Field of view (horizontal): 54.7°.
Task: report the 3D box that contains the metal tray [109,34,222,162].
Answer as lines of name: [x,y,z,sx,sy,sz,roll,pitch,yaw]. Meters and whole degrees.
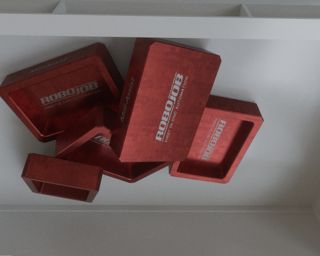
metal tray: [0.005,-0.026,0.336,0.091,0.030,0.129,3,114,-33]

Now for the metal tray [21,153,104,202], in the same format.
metal tray: [-0.131,0.073,0.426,0.091,0.030,0.129,13,157,-12]

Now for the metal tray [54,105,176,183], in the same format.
metal tray: [-0.054,0.027,0.398,0.090,0.030,0.131,-31,139,31]

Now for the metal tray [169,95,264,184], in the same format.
metal tray: [0.070,0.019,0.421,0.091,0.030,0.129,10,130,-9]

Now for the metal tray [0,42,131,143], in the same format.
metal tray: [-0.108,-0.037,0.370,0.130,0.030,0.090,-16,129,12]
